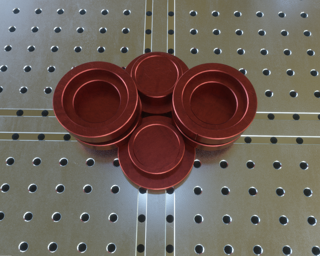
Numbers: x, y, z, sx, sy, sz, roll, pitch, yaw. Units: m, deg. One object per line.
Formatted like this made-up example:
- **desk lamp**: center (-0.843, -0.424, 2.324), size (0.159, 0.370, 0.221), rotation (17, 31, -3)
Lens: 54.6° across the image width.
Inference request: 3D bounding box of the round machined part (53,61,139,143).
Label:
- **round machined part**: center (-0.075, -0.028, 0.378), size (0.099, 0.042, 0.098), rotation (0, 70, 0)

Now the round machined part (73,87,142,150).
- **round machined part**: center (-0.072, -0.017, 0.408), size (0.099, 0.042, 0.098), rotation (0, 70, 0)

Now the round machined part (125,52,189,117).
- **round machined part**: center (-0.004, -0.064, 0.426), size (0.099, 0.042, 0.098), rotation (0, 70, 0)

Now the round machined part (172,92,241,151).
- **round machined part**: center (0.064, -0.017, 0.409), size (0.099, 0.042, 0.098), rotation (0, 70, 0)

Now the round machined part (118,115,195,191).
- **round machined part**: center (-0.004, 0.029, 0.392), size (0.099, 0.042, 0.098), rotation (0, 70, 0)

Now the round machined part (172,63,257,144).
- **round machined part**: center (0.064, -0.026, 0.378), size (0.099, 0.042, 0.098), rotation (0, 70, 0)
